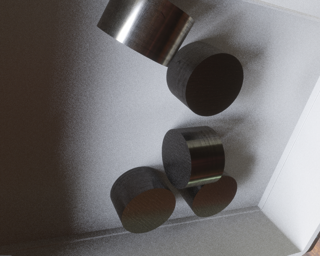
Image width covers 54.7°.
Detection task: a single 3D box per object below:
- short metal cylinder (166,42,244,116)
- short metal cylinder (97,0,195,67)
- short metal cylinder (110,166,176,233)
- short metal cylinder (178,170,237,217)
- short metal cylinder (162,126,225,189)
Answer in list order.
[{"bbox_3d":[0.055,-0.061,0.384,0.081,0.050,0.079,-14,124,-21],"label":"short metal cylinder"},{"bbox_3d":[-0.014,-0.102,0.302,0.080,0.080,0.050,21,107,-36],"label":"short metal cylinder"},{"bbox_3d":[-0.025,0.102,0.442,0.081,0.050,0.079,-14,124,-21],"label":"short metal cylinder"},{"bbox_3d":[0.074,0.093,0.490,0.081,0.050,0.079,-14,124,-21],"label":"short metal cylinder"},{"bbox_3d":[0.043,0.039,0.420,0.050,0.080,0.079,-6,121,-26],"label":"short metal cylinder"}]
